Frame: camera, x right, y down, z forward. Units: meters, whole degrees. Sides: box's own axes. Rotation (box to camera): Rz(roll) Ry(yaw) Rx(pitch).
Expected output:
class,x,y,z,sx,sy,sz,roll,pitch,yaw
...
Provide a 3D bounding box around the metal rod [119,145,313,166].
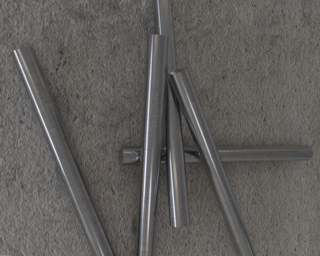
class,x,y,z,sx,sy,sz,roll,pitch,yaw
metal rod,0.093,0.037,0.443,0.302,0.025,0.025,1,90,-20

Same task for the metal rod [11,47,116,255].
class,x,y,z,sx,sy,sz,roll,pitch,yaw
metal rod,-0.106,0.052,0.369,0.025,0.025,0.298,-22,98,-19

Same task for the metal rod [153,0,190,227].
class,x,y,z,sx,sy,sz,roll,pitch,yaw
metal rod,0.013,-0.030,0.394,0.025,0.025,0.298,-2,84,-20

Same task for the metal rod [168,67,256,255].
class,x,y,z,sx,sy,sz,roll,pitch,yaw
metal rod,0.076,0.063,0.413,0.025,0.025,0.299,-29,108,-18

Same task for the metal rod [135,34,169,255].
class,x,y,z,sx,sy,sz,roll,pitch,yaw
metal rod,-0.012,0.042,0.377,0.025,0.025,0.298,0,100,-20
